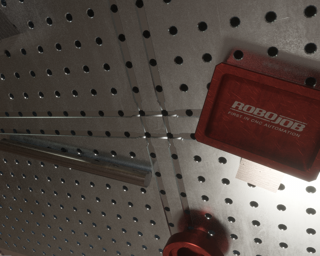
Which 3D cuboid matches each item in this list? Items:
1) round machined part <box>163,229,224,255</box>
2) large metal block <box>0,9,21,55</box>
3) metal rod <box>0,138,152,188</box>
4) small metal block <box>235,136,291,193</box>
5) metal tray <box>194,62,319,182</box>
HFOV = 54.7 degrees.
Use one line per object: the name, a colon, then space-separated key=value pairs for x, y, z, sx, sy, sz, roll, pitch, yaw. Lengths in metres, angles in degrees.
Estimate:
round machined part: x=0.058 y=0.202 z=0.493 sx=0.098 sy=0.042 sz=0.097 roll=13 pitch=124 yaw=20
large metal block: x=-0.259 y=-0.138 z=0.424 sx=0.050 sy=0.080 sz=0.080 roll=-32 pitch=101 yaw=38
metal rod: x=-0.155 y=0.055 z=0.524 sx=0.301 sy=0.025 sz=0.025 roll=10 pitch=123 yaw=22
small metal block: x=0.124 y=0.044 z=0.373 sx=0.050 sy=0.025 sz=0.050 roll=19 pitch=126 yaw=16
metal tray: x=0.112 y=-0.009 z=0.326 sx=0.130 sy=0.030 sz=0.089 roll=20 pitch=109 yaw=15
